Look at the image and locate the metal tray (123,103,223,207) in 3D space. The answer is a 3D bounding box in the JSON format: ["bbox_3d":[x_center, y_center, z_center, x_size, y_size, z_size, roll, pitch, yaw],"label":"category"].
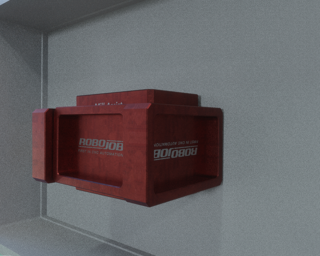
[{"bbox_3d":[0.020,0.022,0.319,0.030,0.131,0.089,1,91,40],"label":"metal tray"}]

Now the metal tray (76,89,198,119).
[{"bbox_3d":[-0.030,-0.026,0.385,0.130,0.091,0.030,1,91,40],"label":"metal tray"}]

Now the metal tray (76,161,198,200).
[{"bbox_3d":[-0.030,0.063,0.386,0.130,0.091,0.030,1,90,40],"label":"metal tray"}]

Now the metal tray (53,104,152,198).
[{"bbox_3d":[-0.068,0.021,0.340,0.130,0.030,0.089,1,90,40],"label":"metal tray"}]

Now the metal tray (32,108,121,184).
[{"bbox_3d":[-0.104,0.020,0.423,0.030,0.131,0.089,1,91,40],"label":"metal tray"}]
